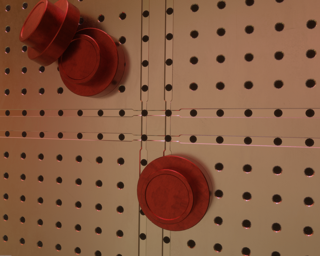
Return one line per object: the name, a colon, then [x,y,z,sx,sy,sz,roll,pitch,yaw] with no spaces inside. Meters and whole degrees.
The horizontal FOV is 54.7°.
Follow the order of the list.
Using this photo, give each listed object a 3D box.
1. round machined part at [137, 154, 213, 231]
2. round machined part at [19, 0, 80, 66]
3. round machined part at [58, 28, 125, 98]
round machined part: [0.015,0.084,0.398,0.098,0.042,0.097,0,90,19]
round machined part: [-0.160,-0.140,0.434,0.098,0.042,0.098,-22,54,35]
round machined part: [-0.103,-0.094,0.439,0.098,0.042,0.097,0,90,19]
